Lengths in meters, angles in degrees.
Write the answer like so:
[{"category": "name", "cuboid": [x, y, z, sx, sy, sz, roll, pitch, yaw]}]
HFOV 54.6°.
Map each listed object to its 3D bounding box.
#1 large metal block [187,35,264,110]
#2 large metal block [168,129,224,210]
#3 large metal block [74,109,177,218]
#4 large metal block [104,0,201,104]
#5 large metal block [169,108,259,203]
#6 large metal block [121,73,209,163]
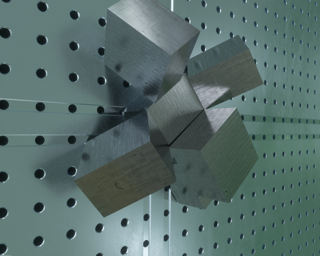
[{"category": "large metal block", "cuboid": [0.085, -0.078, 0.422, 0.050, 0.080, 0.080, 59, 17, -23]}, {"category": "large metal block", "cuboid": [0.049, 0.052, 0.432, 0.080, 0.050, 0.080, -45, 116, -32]}, {"category": "large metal block", "cuboid": [-0.034, 0.033, 0.324, 0.080, 0.080, 0.050, -28, 113, 8]}, {"category": "large metal block", "cuboid": [-0.013, -0.087, 0.341, 0.080, 0.080, 0.050, 39, 59, 10]}, {"category": "large metal block", "cuboid": [0.069, 0.031, 0.383, 0.080, 0.050, 0.080, -45, 118, -32]}, {"category": "large metal block", "cuboid": [0.011, -0.013, 0.401, 0.080, 0.050, 0.080, -46, 117, -30]}]
